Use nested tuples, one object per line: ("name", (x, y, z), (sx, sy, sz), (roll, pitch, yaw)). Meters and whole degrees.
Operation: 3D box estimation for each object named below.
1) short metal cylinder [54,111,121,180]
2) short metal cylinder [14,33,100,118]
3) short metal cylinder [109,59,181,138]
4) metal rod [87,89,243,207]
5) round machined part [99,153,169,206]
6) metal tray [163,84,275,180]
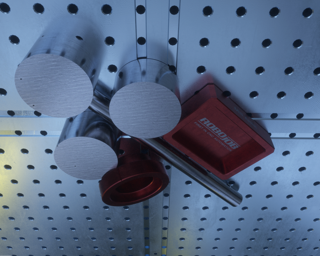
("short metal cylinder", (-0.094, 0.024, 0.415), (0.081, 0.050, 0.079), (0, 130, 0))
("short metal cylinder", (-0.111, -0.058, 0.345), (0.081, 0.050, 0.079), (0, 130, 0))
("short metal cylinder", (-0.016, -0.034, 0.365), (0.081, 0.050, 0.079), (0, 130, 0))
("metal rod", (0.019, 0.040, 0.446), (0.301, 0.025, 0.025), (36, 121, -27))
("round machined part", (-0.039, 0.071, 0.447), (0.099, 0.042, 0.098), (-15, 147, -10))
("metal tray", (0.079, 0.011, 0.417), (0.130, 0.030, 0.090), (36, 122, -27))
